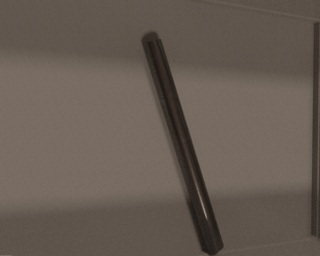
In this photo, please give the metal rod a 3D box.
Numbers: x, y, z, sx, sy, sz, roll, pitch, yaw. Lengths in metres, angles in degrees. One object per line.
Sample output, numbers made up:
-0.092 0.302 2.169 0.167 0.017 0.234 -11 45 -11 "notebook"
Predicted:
0.034 0.029 0.424 0.025 0.025 0.298 -20 97 -19 "metal rod"
